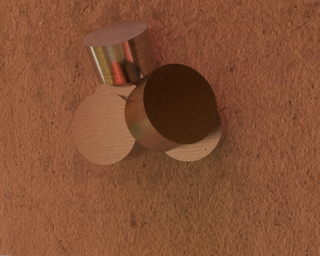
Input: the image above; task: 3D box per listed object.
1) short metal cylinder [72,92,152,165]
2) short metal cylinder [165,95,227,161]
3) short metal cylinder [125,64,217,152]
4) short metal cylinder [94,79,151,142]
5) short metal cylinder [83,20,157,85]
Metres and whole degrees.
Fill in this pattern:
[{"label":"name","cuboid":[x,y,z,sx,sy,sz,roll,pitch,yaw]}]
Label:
[{"label":"short metal cylinder","cuboid":[-0.053,0.000,0.361,0.080,0.050,0.079,0,90,19]},{"label":"short metal cylinder","cuboid":[0.039,-0.001,0.382,0.080,0.050,0.079,0,90,19]},{"label":"short metal cylinder","cuboid":[0.010,-0.019,0.316,0.050,0.081,0.080,-26,79,61]},{"label":"short metal cylinder","cuboid":[-0.046,-0.022,0.412,0.080,0.050,0.079,0,90,19]},{"label":"short metal cylinder","cuboid":[-0.049,-0.097,0.390,0.080,0.080,0.050,0,129,19]}]
